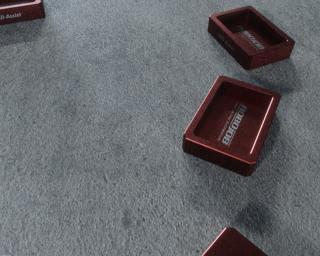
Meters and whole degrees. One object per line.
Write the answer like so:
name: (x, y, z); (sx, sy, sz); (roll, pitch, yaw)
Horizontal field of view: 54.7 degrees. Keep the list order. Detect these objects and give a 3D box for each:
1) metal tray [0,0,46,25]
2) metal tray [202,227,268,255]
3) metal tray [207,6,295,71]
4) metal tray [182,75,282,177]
metal tray: (-0.295, -0.238, 0.597); (0.131, 0.030, 0.090); (-14, 52, -12)
metal tray: (0.055, 0.162, 0.264); (0.090, 0.030, 0.131); (36, 59, 26)
metal tray: (0.153, -0.159, 0.534); (0.091, 0.030, 0.130); (-19, 53, -15)
metal tray: (0.096, -0.009, 0.407); (0.090, 0.030, 0.130); (22, 53, 17)
